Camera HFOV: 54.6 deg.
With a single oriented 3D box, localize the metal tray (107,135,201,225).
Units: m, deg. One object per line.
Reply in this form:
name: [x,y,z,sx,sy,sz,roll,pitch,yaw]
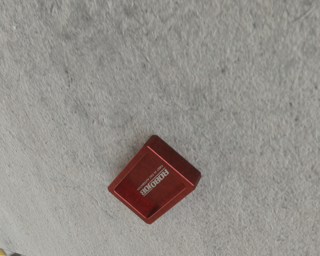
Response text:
metal tray: [-0.012,0.081,0.460,0.090,0.030,0.129,41,129,0]
